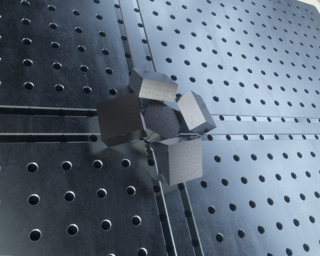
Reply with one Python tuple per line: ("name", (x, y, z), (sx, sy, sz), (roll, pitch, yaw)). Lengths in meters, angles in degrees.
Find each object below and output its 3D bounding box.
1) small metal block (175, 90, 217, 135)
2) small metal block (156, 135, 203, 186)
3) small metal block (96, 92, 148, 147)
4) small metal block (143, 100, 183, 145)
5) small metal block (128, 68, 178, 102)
("small metal block", (0.051, -0.020, 0.435), (0.050, 0.025, 0.050), (19, 44, -62))
("small metal block", (0.025, 0.039, 0.383), (0.050, 0.025, 0.050), (-10, 102, -33))
("small metal block", (-0.046, -0.010, 0.375), (0.050, 0.025, 0.050), (-16, 65, 2))
("small metal block", (-0.001, -0.005, 0.412), (0.050, 0.025, 0.050), (28, 52, -11))
("small metal block", (-0.010, -0.059, 0.424), (0.050, 0.025, 0.050), (6, 23, -25))
